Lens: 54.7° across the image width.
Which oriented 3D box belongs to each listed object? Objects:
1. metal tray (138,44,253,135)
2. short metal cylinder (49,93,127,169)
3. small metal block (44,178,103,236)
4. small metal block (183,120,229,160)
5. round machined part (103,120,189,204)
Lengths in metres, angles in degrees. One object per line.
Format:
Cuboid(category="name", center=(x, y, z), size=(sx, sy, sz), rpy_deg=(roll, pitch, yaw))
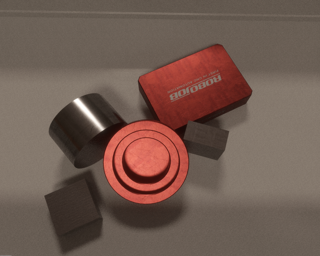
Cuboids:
Cuboid(category="metal tray", center=(0.047, -0.052, 0.427), size=(0.131, 0.030, 0.090), rpy_deg=(-25, 72, -9))
Cuboid(category="short metal cylinder", center=(-0.085, 0.004, 0.378), size=(0.080, 0.080, 0.050), rpy_deg=(-39, 75, -13))
Cuboid(category="small metal block", center=(-0.104, 0.096, 0.373), size=(0.050, 0.025, 0.050), rpy_deg=(-23, 72, -9))
Cuboid(category="small metal block", center=(0.055, 0.017, 0.391), size=(0.050, 0.050, 0.025), rpy_deg=(15, 71, 5))
Cuboid(category="round machined part", center=(-0.016, 0.038, 0.374), size=(0.099, 0.042, 0.097), rpy_deg=(0, 95, -1))
